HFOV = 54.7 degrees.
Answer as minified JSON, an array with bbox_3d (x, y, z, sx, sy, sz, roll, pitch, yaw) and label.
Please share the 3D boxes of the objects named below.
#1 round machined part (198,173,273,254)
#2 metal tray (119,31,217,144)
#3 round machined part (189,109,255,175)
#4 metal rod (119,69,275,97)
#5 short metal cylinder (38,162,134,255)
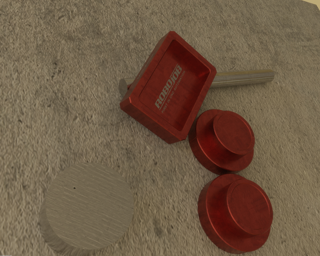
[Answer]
[{"bbox_3d":[0.100,0.103,0.386,0.099,0.042,0.098,14,56,-21],"label":"round machined part"},{"bbox_3d":[0.016,-0.055,0.416,0.090,0.030,0.130,37,62,-18],"label":"metal tray"},{"bbox_3d":[0.093,0.014,0.436,0.099,0.042,0.098,14,56,-21],"label":"round machined part"},{"bbox_3d":[0.076,-0.075,0.492,0.303,0.025,0.025,-10,67,-33],"label":"metal rod"},{"bbox_3d":[-0.072,0.080,0.301,0.081,0.050,0.080,14,56,-21],"label":"short metal cylinder"}]
